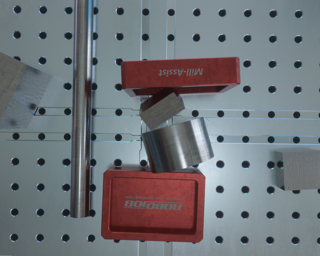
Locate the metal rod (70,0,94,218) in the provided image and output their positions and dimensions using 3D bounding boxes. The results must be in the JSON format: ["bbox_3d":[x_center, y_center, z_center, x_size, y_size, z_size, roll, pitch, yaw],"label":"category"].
[{"bbox_3d":[-0.103,-0.033,0.412,0.025,0.025,0.298,1,90,0],"label":"metal rod"}]

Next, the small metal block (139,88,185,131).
[{"bbox_3d":[0.002,-0.028,0.394,0.050,0.050,0.025,-33,107,10],"label":"small metal block"}]

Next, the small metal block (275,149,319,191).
[{"bbox_3d":[0.186,0.055,0.415,0.050,0.025,0.050,-3,90,0],"label":"small metal block"}]

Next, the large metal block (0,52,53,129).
[{"bbox_3d":[-0.187,-0.045,0.384,0.050,0.080,0.080,26,90,0],"label":"large metal block"}]

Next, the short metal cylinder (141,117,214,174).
[{"bbox_3d":[0.022,0.021,0.386,0.080,0.080,0.050,-15,90,0],"label":"short metal cylinder"}]

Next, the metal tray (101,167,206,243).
[{"bbox_3d":[-0.008,0.100,0.410,0.131,0.030,0.089,2,90,0],"label":"metal tray"}]

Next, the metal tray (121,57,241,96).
[{"bbox_3d":[0.023,-0.060,0.380,0.131,0.090,0.030,-2,90,0],"label":"metal tray"}]
